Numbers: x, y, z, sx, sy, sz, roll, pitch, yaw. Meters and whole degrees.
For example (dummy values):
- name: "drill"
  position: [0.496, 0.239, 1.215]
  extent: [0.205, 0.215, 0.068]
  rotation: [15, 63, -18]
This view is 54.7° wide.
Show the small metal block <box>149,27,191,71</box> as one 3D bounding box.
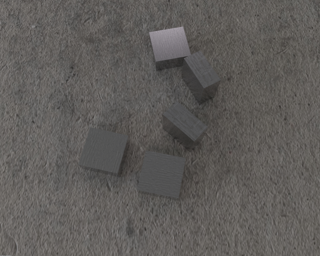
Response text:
- name: "small metal block"
  position: [0.014, -0.115, 0.450]
  extent: [0.050, 0.025, 0.050]
  rotation: [-11, 70, -4]

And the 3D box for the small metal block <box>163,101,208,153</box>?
- name: "small metal block"
  position: [0.030, 0.000, 0.395]
  extent: [0.050, 0.050, 0.025]
  rotation: [42, 75, 13]

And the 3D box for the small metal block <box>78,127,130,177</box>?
- name: "small metal block"
  position: [-0.070, 0.031, 0.396]
  extent: [0.050, 0.025, 0.050]
  rotation: [12, 70, 4]

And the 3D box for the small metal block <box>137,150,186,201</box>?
- name: "small metal block"
  position: [0.002, 0.060, 0.386]
  extent: [0.050, 0.025, 0.050]
  rotation: [11, 70, 4]

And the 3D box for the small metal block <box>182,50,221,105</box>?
- name: "small metal block"
  position: [0.054, -0.067, 0.420]
  extent: [0.025, 0.050, 0.050]
  rotation: [-27, 73, -9]
